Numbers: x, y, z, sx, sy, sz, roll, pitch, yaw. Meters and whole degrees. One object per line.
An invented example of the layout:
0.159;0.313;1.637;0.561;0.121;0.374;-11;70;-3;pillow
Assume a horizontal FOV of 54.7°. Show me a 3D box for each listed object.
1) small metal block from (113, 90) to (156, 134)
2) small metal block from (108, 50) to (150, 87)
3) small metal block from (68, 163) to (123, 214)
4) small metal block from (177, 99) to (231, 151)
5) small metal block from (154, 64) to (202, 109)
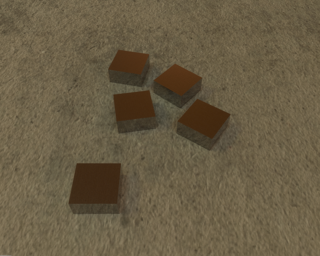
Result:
-0.035;-0.022;0.422;0.050;0.025;0.050;-8;51;-7;small metal block
-0.047;-0.093;0.481;0.050;0.025;0.050;10;51;8;small metal block
-0.070;0.067;0.346;0.050;0.025;0.050;0;50;0;small metal block
0.057;-0.005;0.408;0.050;0.025;0.050;28;55;21;small metal block
0.026;-0.063;0.456;0.050;0.025;0.050;33;57;24;small metal block
